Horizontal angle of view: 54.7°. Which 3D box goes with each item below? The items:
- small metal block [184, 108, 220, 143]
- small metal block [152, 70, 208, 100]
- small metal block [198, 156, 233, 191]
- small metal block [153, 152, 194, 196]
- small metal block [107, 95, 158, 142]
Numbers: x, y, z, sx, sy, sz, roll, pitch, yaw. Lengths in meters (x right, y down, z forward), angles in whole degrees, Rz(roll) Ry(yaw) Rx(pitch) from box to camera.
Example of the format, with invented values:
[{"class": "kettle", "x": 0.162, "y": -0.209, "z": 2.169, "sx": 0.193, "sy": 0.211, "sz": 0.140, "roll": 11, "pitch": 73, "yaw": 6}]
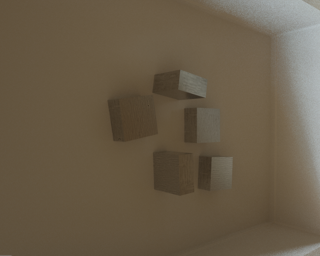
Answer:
[{"class": "small metal block", "x": 0.063, "y": -0.004, "z": 0.459, "sx": 0.050, "sy": 0.025, "sz": 0.050, "roll": -1, "pitch": 91, "yaw": -40}, {"class": "small metal block", "x": 0.026, "y": -0.056, "z": 0.412, "sx": 0.050, "sy": 0.050, "sz": 0.025, "roll": 11, "pitch": 84, "yaw": -40}, {"class": "small metal block", "x": 0.086, "y": 0.069, "z": 0.479, "sx": 0.050, "sy": 0.025, "sz": 0.050, "roll": 4, "pitch": 87, "yaw": -40}, {"class": "small metal block", "x": 0.017, "y": 0.057, "z": 0.405, "sx": 0.025, "sy": 0.050, "sz": 0.050, "roll": -3, "pitch": 92, "yaw": -40}, {"class": "small metal block", "x": -0.033, "y": -0.013, "z": 0.379, "sx": 0.050, "sy": 0.025, "sz": 0.050, "roll": -12, "pitch": 98, "yaw": -39}]
